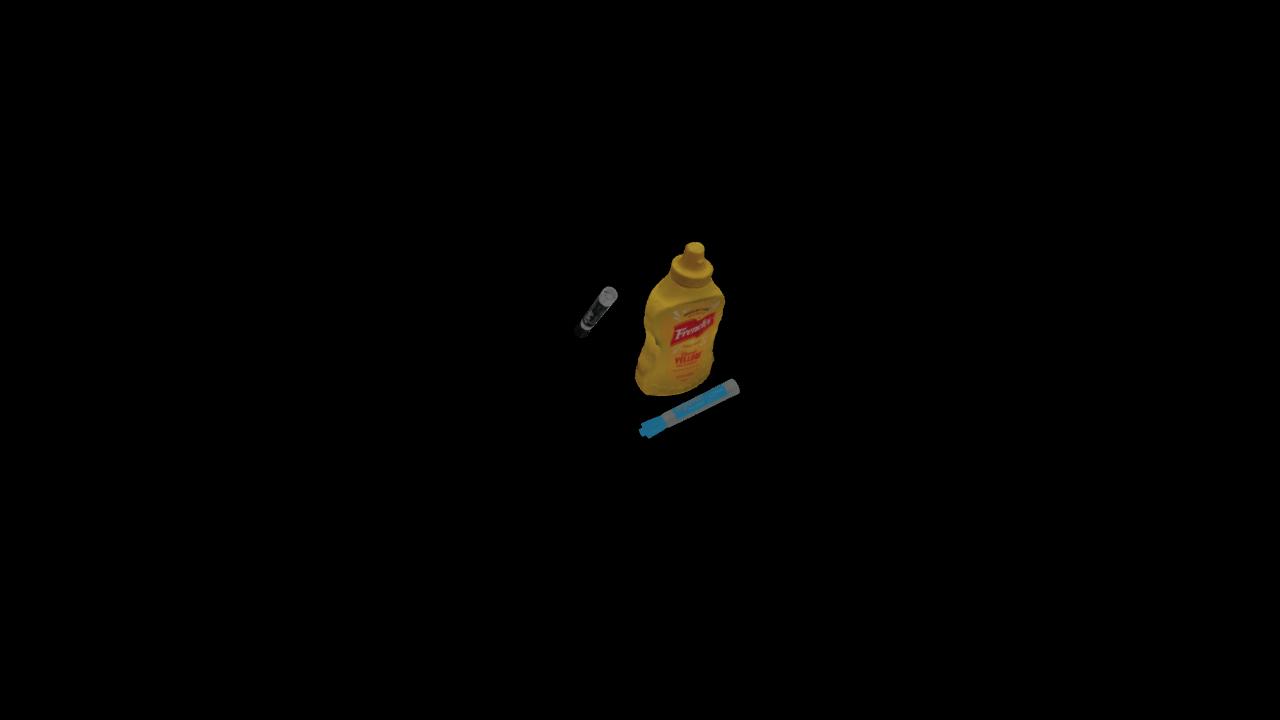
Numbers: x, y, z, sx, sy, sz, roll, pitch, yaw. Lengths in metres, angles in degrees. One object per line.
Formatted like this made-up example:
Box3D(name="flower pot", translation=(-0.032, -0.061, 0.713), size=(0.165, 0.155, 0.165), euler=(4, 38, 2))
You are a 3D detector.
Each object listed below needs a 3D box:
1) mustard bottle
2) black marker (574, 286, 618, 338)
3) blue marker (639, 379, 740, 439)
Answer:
Box3D(name="mustard bottle", translation=(0.045, -0.044, 0.656), size=(0.092, 0.184, 0.054), euler=(-10, 45, -18))
Box3D(name="black marker", translation=(-0.055, -0.054, 0.737), size=(0.020, 0.020, 0.121), euler=(0, -19, -22))
Box3D(name="blue marker", translation=(0.054, 0.054, 0.677), size=(0.121, 0.020, 0.020), euler=(-25, 6, -12))
